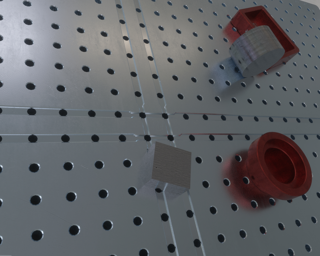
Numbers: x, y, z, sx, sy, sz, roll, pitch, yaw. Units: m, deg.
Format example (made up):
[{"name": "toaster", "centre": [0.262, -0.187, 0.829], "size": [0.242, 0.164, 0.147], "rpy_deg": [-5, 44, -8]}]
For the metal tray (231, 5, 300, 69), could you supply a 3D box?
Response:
[{"name": "metal tray", "centre": [0.217, -0.190, 0.637], "size": [0.091, 0.030, 0.130], "rpy_deg": [-25, 76, -37]}]

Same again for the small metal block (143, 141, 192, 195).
[{"name": "small metal block", "centre": [0.010, 0.050, 0.383], "size": [0.050, 0.025, 0.050], "rpy_deg": [18, 55, -18]}]

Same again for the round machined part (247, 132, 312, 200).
[{"name": "round machined part", "centre": [0.168, 0.058, 0.453], "size": [0.099, 0.042, 0.098], "rpy_deg": [14, 56, -21]}]

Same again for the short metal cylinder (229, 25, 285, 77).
[{"name": "short metal cylinder", "centre": [0.170, -0.133, 0.546], "size": [0.081, 0.080, 0.050], "rpy_deg": [-13, 69, -34]}]
